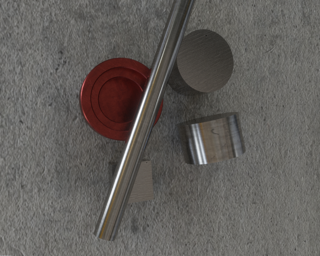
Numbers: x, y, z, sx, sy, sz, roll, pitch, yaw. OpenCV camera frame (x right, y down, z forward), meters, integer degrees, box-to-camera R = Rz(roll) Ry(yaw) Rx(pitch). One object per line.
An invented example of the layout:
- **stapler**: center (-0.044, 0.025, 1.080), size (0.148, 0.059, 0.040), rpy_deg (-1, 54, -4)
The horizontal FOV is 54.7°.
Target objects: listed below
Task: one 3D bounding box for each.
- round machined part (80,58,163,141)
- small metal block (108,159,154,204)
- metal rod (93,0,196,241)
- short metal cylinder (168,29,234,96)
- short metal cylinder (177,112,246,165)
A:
- **round machined part**: center (-0.049, -0.034, 0.382), size (0.099, 0.042, 0.097), rpy_deg (0, 90, -20)
- **small metal block**: center (-0.037, 0.068, 0.395), size (0.050, 0.025, 0.050), rpy_deg (-4, 92, -20)
- **metal rod**: center (-0.014, -0.021, 0.358), size (0.025, 0.025, 0.299), rpy_deg (21, 83, -19)
- **short metal cylinder**: center (0.050, -0.085, 0.414), size (0.081, 0.050, 0.079), rpy_deg (0, 90, -20)
- **short metal cylinder**: center (0.066, 0.012, 0.404), size (0.081, 0.080, 0.050), rpy_deg (-14, 95, -20)
